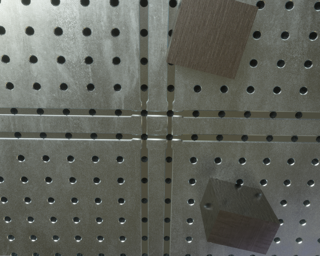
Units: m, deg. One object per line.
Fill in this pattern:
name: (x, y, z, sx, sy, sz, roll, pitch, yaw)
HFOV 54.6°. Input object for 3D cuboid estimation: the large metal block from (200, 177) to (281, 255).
large metal block: (0.105, 0.119, 0.428, 0.080, 0.080, 0.050, 14, 110, -5)

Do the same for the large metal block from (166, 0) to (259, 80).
large metal block: (0.056, -0.109, 0.360, 0.080, 0.050, 0.079, 13, 110, -5)
